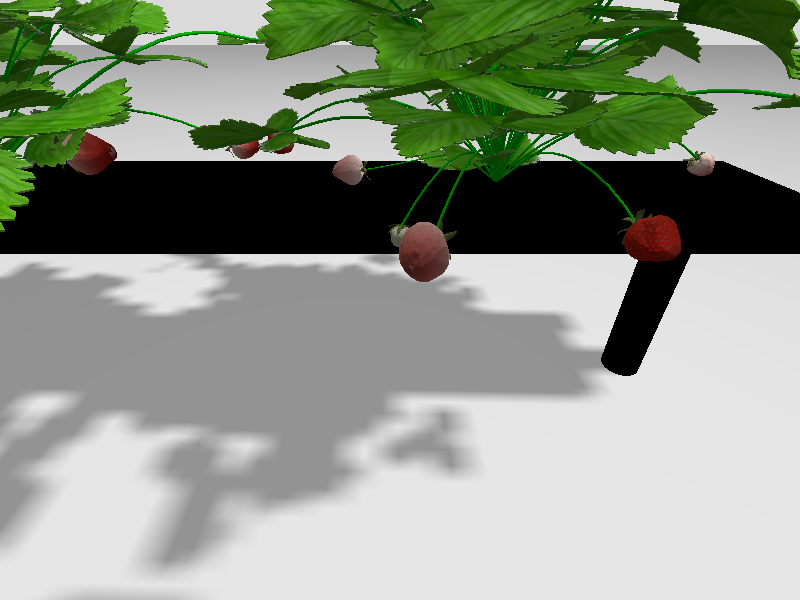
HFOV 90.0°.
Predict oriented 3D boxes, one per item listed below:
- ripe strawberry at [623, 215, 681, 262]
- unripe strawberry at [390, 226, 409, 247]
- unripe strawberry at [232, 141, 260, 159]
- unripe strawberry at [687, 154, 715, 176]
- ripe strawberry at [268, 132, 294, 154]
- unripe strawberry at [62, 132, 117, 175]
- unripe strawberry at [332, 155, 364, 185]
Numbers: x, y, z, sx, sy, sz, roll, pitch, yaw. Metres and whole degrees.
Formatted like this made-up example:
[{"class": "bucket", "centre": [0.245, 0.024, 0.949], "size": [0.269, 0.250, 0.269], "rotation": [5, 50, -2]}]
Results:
[{"class": "ripe strawberry", "centre": [0.141, -0.032, 0.223], "size": [0.029, 0.027, 0.026], "rotation": [-12, -41, -17]}, {"class": "unripe strawberry", "centre": [0.000, -0.038, 0.244], "size": [0.014, 0.013, 0.013], "rotation": [21, 21, 27]}, {"class": "unripe strawberry", "centre": [-0.156, -0.156, 0.405], "size": [0.028, 0.027, 0.030], "rotation": [-6, 34, -19]}, {"class": "unripe strawberry", "centre": [0.272, -0.121, 0.360], "size": [0.022, 0.019, 0.022], "rotation": [27, 27, -22]}, {"class": "ripe strawberry", "centre": [-0.128, -0.168, 0.426], "size": [0.028, 0.028, 0.026], "rotation": [-33, 11, 40]}, {"class": "unripe strawberry", "centre": [-0.277, -0.131, 0.359], "size": [0.037, 0.037, 0.041], "rotation": [-7, 35, -12]}, {"class": "unripe strawberry", "centre": [-0.045, -0.111, 0.342], "size": [0.026, 0.025, 0.024], "rotation": [-2, 34, -2]}]
